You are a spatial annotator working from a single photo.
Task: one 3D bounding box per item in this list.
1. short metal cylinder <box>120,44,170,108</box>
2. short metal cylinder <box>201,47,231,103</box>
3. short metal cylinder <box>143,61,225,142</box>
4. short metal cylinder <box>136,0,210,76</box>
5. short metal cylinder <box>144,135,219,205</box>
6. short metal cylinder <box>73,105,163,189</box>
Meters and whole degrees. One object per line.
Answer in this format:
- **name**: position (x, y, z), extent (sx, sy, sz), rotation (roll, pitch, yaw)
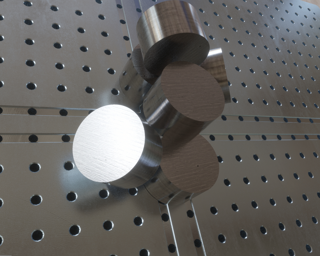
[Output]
- **short metal cylinder**: position (-0.010, -0.073, 0.431), extent (0.081, 0.050, 0.080), rotation (13, 57, -21)
- **short metal cylinder**: position (0.069, -0.071, 0.444), extent (0.050, 0.080, 0.080), rotation (-11, 60, 12)
- **short metal cylinder**: position (0.027, -0.030, 0.360), extent (0.081, 0.050, 0.080), rotation (14, 56, -21)
- **short metal cylinder**: position (0.015, -0.107, 0.380), extent (0.081, 0.080, 0.050), rotation (0, 62, -28)
- **short metal cylinder**: position (0.023, 0.047, 0.375), extent (0.081, 0.050, 0.080), rotation (14, 57, -21)
- **short metal cylinder**: position (-0.044, 0.021, 0.329), extent (0.050, 0.080, 0.080), rotation (42, 29, -63)
